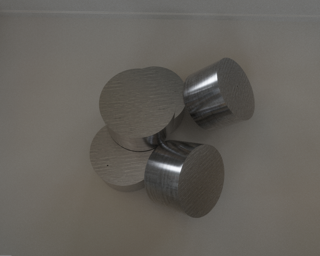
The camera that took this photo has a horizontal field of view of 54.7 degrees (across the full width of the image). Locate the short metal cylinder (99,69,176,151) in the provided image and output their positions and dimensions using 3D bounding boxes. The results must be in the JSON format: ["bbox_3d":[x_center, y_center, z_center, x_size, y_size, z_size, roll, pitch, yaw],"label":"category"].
[{"bbox_3d":[-0.023,-0.019,0.347,0.081,0.050,0.080,0,70,0],"label":"short metal cylinder"}]

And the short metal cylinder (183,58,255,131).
[{"bbox_3d":[0.075,-0.041,0.389,0.080,0.050,0.080,20,61,-40],"label":"short metal cylinder"}]

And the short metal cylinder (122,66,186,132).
[{"bbox_3d":[-0.007,-0.033,0.406,0.081,0.050,0.080,0,70,0],"label":"short metal cylinder"}]

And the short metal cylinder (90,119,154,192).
[{"bbox_3d":[-0.041,0.035,0.382,0.081,0.050,0.080,0,70,0],"label":"short metal cylinder"}]

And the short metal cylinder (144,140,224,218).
[{"bbox_3d":[0.029,0.055,0.352,0.050,0.080,0.080,5,63,45],"label":"short metal cylinder"}]
